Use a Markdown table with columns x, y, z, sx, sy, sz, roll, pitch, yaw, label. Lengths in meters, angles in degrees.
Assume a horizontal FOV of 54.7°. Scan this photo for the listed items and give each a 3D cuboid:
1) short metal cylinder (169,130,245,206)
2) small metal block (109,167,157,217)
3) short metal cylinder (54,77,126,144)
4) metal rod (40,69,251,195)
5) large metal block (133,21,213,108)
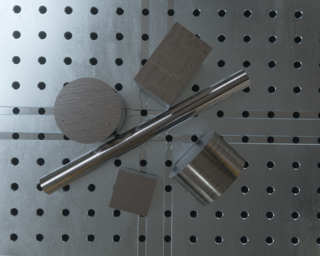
| x | y | z | sx | sy | sz | roll | pitch | yaw | label |
| --- | --- | --- | --- | --- | --- | --- | --- | --- | --- |
| 0.057 | 0.049 | 0.383 | 0.050 | 0.080 | 0.080 | 44 | 90 | -1 | short metal cylinder |
| -0.035 | 0.084 | 0.410 | 0.050 | 0.025 | 0.050 | 15 | 90 | 0 | small metal block |
| -0.087 | -0.021 | 0.396 | 0.081 | 0.050 | 0.079 | 0 | 90 | 0 | short metal cylinder |
| -0.019 | 0.005 | 0.410 | 0.301 | 0.025 | 0.025 | -28 | 90 | 0 | metal rod |
| 0.015 | -0.072 | 0.383 | 0.050 | 0.080 | 0.080 | 36 | 90 | 0 | large metal block |
